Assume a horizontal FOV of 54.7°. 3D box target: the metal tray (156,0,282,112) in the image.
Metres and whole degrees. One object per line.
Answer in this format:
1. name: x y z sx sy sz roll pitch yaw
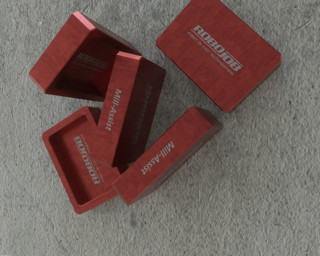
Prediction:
1. metal tray: 0.070 -0.094 0.382 0.090 0.030 0.130 -46 76 14

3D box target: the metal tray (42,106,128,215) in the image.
1. metal tray: -0.103 0.045 0.442 0.090 0.030 0.130 -30 81 17

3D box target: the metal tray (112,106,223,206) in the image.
1. metal tray: 0.013 0.032 0.370 0.130 0.090 0.030 -45 76 14

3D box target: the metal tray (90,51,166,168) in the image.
1. metal tray: -0.036 -0.021 0.387 0.030 0.090 0.129 17 96 19

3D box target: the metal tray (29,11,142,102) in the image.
1. metal tray: -0.084 -0.079 0.383 0.030 0.130 0.090 45 104 14
